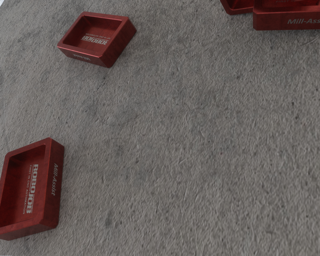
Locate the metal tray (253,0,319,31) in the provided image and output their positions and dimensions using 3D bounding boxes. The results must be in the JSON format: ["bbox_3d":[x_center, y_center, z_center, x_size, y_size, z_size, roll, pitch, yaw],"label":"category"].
[{"bbox_3d":[0.189,-0.168,0.390,0.130,0.030,0.090,5,64,19],"label":"metal tray"}]

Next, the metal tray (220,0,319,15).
[{"bbox_3d":[0.132,-0.197,0.400,0.130,0.090,0.030,10,66,42],"label":"metal tray"}]

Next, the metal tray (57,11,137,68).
[{"bbox_3d":[-0.117,-0.163,0.561,0.130,0.030,0.090,21,73,36],"label":"metal tray"}]

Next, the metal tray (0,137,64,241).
[{"bbox_3d":[-0.188,0.085,0.446,0.090,0.030,0.130,-19,54,17],"label":"metal tray"}]
